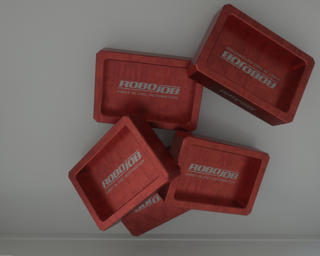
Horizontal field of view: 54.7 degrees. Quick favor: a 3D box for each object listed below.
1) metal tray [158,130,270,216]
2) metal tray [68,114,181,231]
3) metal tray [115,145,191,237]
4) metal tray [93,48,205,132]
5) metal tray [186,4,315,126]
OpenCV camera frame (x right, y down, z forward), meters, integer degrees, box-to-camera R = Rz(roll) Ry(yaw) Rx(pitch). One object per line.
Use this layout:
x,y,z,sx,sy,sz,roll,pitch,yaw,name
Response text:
0.071,0.061,0.402,0.131,0.030,0.089,13,98,-23,metal tray
-0.048,0.056,0.382,0.130,0.030,0.090,-43,74,26,metal tray
-0.005,0.089,0.441,0.130,0.030,0.090,-30,108,10,metal tray
-0.014,-0.047,0.390,0.131,0.030,0.089,6,110,-3,metal tray
0.108,-0.071,0.362,0.131,0.030,0.090,28,77,-11,metal tray
